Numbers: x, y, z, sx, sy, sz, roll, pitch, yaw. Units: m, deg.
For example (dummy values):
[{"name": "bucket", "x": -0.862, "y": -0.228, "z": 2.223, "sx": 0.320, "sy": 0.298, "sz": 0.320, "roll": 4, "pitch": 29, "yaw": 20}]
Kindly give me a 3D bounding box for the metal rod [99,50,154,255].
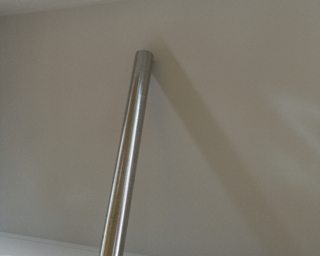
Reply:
[{"name": "metal rod", "x": -0.039, "y": 0.039, "z": 0.362, "sx": 0.025, "sy": 0.025, "sz": 0.299, "roll": -1, "pitch": 66, "yaw": 19}]
